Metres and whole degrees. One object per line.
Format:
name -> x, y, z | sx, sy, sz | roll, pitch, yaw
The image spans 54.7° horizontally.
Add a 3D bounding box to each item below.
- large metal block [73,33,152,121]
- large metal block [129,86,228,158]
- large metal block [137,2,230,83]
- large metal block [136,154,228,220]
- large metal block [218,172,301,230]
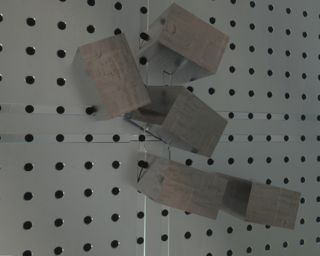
large metal block -> -0.059, -0.055, 0.362 | 0.050, 0.080, 0.080 | -24, 98, -18
large metal block -> 0.022, -0.010, 0.384 | 0.080, 0.080, 0.050 | 34, 79, -30
large metal block -> 0.027, -0.103, 0.394 | 0.080, 0.080, 0.050 | 25, 82, -19
large metal block -> 0.025, 0.072, 0.394 | 0.080, 0.080, 0.050 | 21, 83, -19
large metal block -> 0.132, 0.100, 0.434 | 0.081, 0.080, 0.050 | 15, 85, -20
